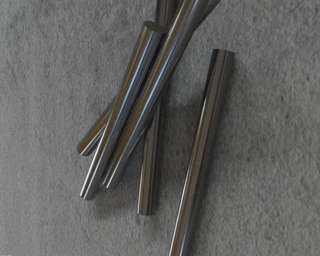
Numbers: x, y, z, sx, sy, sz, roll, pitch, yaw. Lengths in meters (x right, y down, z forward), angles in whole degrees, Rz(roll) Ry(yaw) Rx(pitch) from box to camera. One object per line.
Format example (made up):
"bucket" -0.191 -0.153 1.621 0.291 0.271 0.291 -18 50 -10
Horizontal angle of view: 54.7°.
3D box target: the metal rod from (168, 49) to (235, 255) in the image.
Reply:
"metal rod" 0.043 0.059 0.368 0.025 0.025 0.298 18 101 38

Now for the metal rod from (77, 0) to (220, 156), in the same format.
"metal rod" -0.034 -0.051 0.400 0.299 0.025 0.025 -45 63 36

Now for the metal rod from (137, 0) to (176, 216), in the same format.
"metal rod" -0.004 -0.034 0.406 0.025 0.025 0.298 9 96 39

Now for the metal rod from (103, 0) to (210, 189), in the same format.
"metal rod" -0.018 -0.025 0.376 0.025 0.025 0.298 50 132 28

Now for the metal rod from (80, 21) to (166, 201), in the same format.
"metal rod" -0.061 0.001 0.410 0.025 0.025 0.298 51 132 27
